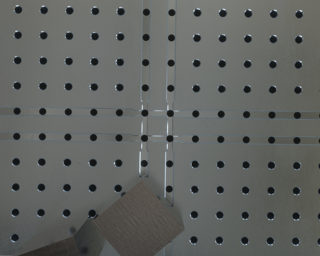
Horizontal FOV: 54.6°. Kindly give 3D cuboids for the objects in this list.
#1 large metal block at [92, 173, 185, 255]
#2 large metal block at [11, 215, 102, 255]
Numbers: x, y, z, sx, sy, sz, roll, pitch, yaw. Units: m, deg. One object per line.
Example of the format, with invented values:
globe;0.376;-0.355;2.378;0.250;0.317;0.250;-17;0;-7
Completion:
large metal block;-0.026;0.118;0.401;0.080;0.050;0.080;-40;90;0
large metal block;-0.126;0.157;0.385;0.080;0.080;0.050;-19;90;0
